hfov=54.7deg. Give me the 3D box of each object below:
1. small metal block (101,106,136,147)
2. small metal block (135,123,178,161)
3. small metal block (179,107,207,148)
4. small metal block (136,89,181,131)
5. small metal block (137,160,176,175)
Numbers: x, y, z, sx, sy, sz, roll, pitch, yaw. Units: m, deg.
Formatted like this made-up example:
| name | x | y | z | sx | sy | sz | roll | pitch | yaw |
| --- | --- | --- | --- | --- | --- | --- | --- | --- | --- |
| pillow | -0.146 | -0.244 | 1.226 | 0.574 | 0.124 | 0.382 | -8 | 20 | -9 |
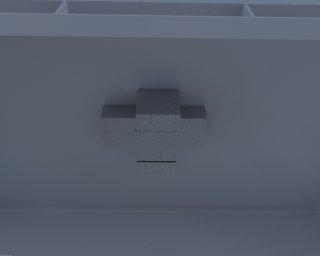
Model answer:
| name | x | y | z | sx | sy | sz | roll | pitch | yaw |
| --- | --- | --- | --- | --- | --- | --- | --- | --- | --- |
| small metal block | -0.048 | -0.001 | 0.405 | 0.050 | 0.025 | 0.050 | 0 | 130 | -1 |
| small metal block | -0.004 | 0.015 | 0.385 | 0.050 | 0.025 | 0.050 | 0 | 130 | -1 |
| small metal block | 0.032 | -0.001 | 0.406 | 0.050 | 0.025 | 0.050 | 0 | 130 | -1 |
| small metal block | -0.002 | -0.022 | 0.371 | 0.050 | 0.050 | 0.025 | 0 | 130 | -1 |
| small metal block | -0.004 | 0.037 | 0.420 | 0.050 | 0.050 | 0.025 | 0 | 130 | -1 |
